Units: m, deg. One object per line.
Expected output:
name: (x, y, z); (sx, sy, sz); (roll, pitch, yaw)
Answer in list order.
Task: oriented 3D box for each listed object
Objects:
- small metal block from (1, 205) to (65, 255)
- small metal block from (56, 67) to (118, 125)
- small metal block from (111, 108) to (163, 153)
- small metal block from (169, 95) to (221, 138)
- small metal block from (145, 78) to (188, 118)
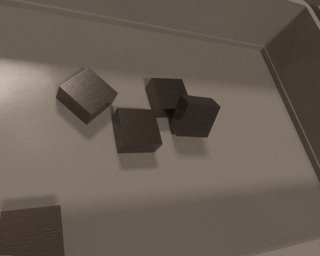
small metal block: (-0.117, 0.101, 0.282); (0.050, 0.025, 0.050); (1, 62, -28)
small metal block: (-0.090, -0.040, 0.383); (0.050, 0.025, 0.050); (42, 51, 0)
small metal block: (-0.029, 0.004, 0.389); (0.050, 0.025, 0.050); (1, 61, -28)
small metal block: (0.047, -0.015, 0.423); (0.050, 0.050, 0.025); (3, 31, -27)
small metal block: (0.012, -0.043, 0.440); (0.050, 0.025, 0.050); (-3, 63, -30)
